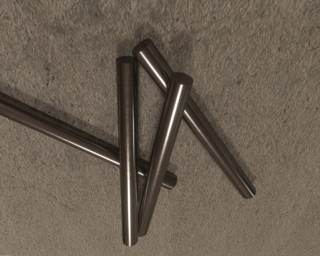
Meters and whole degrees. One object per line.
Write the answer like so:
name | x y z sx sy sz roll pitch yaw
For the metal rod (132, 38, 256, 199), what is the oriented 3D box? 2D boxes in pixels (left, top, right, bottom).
metal rod | 0.061 0.008 0.414 0.025 0.025 0.300 -26 126 20

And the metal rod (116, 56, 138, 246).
metal rod | -0.042 0.052 0.419 0.025 0.025 0.298 1 121 -2

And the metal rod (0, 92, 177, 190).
metal rod | -0.104 0.019 0.421 0.301 0.025 0.025 28 125 -22

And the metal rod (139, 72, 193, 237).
metal rod | -0.005 0.059 0.423 0.025 0.025 0.298 8 130 -7
